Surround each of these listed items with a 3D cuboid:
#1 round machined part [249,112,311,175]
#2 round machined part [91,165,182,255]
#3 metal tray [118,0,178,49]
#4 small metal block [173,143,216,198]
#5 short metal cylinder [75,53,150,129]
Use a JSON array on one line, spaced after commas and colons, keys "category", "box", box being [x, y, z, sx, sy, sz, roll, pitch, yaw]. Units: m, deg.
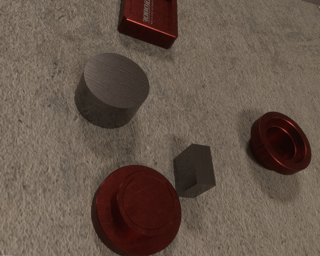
[{"category": "round machined part", "box": [0.178, 0.027, 0.475, 0.099, 0.042, 0.098, 14, 56, -21]}, {"category": "round machined part", "box": [-0.020, 0.084, 0.332, 0.099, 0.042, 0.098, 14, 56, -21]}, {"category": "metal tray", "box": [-0.018, -0.199, 0.513, 0.091, 0.030, 0.130, 14, 56, -21]}, {"category": "small metal block", "box": [0.040, 0.053, 0.379, 0.025, 0.050, 0.050, 10, 57, -23]}, {"category": "short metal cylinder", "box": [-0.060, -0.046, 0.385, 0.081, 0.050, 0.080, 14, 56, -21]}]
